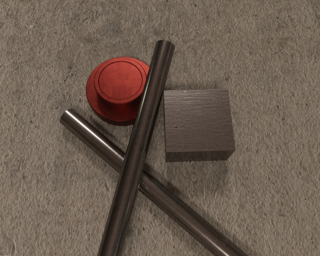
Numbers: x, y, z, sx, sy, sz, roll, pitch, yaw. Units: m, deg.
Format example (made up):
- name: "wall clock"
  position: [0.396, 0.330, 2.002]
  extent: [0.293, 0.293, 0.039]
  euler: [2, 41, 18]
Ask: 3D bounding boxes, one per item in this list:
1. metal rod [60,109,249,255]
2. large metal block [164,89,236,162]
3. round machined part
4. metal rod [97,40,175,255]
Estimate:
- name: "metal rod"
  position: [-0.009, 0.075, 0.380]
  extent: [0.300, 0.025, 0.025]
  euler: [38, 74, 12]
- name: "large metal block"
  position: [0.046, -0.002, 0.396]
  extent: [0.081, 0.050, 0.080]
  euler: [-2, 70, -1]
- name: "round machined part"
  position: [-0.051, -0.055, 0.419]
  extent: [0.099, 0.042, 0.098]
  euler: [0, 70, -1]
- name: "metal rod"
  position: [-0.028, 0.032, 0.367]
  extent: [0.025, 0.025, 0.299]
  euler: [13, 75, 4]
